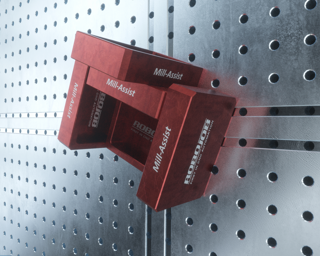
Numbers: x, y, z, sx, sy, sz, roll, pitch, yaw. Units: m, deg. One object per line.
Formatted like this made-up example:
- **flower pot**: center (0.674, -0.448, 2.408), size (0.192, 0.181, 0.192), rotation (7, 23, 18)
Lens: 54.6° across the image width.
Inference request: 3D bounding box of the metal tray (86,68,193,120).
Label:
- **metal tray**: center (-0.015, -0.046, 0.380), size (0.130, 0.091, 0.030), rotation (28, 108, 36)

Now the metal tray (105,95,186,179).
- **metal tray**: center (-0.013, 0.010, 0.417), size (0.130, 0.030, 0.089), rotation (28, 107, 36)

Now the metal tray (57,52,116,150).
- **metal tray**: center (-0.085, -0.036, 0.438), size (0.030, 0.091, 0.129), rotation (27, 107, 36)

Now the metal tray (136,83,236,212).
- **metal tray**: center (0.031, 0.021, 0.342), size (0.030, 0.091, 0.129), rotation (27, 107, 37)

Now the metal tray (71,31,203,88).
- **metal tray**: center (-0.022, -0.075, 0.360), size (0.090, 0.131, 0.030), rotation (28, 108, 36)
